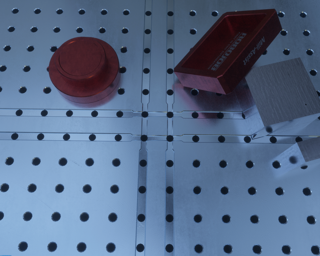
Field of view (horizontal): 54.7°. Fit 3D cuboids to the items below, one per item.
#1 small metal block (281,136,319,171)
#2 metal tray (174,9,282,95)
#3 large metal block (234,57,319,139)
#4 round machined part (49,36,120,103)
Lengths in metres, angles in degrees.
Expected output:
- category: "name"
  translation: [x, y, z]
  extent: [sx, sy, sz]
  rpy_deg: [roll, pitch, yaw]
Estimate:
- category: "small metal block"
  translation: [0.190, 0.031, 0.388]
  extent: [0.050, 0.050, 0.025]
  rpy_deg: [-14, 71, -5]
- category: "metal tray"
  translation: [0.091, -0.107, 0.421]
  extent: [0.130, 0.030, 0.090]
  rpy_deg: [-50, 38, -16]
- category: "large metal block"
  translation: [0.155, -0.039, 0.414]
  extent: [0.081, 0.050, 0.080]
  rpy_deg: [-13, 71, -5]
- category: "round machined part"
  translation: [-0.107, -0.088, 0.434]
  extent: [0.099, 0.042, 0.098]
  rpy_deg: [0, 70, 0]
